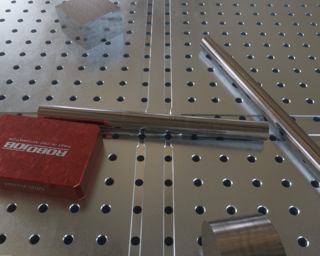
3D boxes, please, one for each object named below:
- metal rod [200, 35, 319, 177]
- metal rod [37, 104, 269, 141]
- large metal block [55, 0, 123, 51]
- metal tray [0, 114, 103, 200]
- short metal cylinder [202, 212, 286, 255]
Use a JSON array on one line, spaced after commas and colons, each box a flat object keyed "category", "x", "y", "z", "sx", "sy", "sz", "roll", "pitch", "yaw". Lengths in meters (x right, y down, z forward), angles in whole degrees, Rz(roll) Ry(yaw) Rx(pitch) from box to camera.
[{"category": "metal rod", "x": 0.143, "y": -0.044, "z": 0.445, "sx": 0.025, "sy": 0.025, "sz": 0.300, "roll": -19, "pitch": 53, "yaw": -16}, {"category": "metal rod", "x": -0.011, "y": -0.008, "z": 0.413, "sx": 0.302, "sy": 0.025, "sz": 0.025, "roll": 5, "pitch": 50, "yaw": 3}, {"category": "large metal block", "x": -0.124, "y": -0.193, "z": 0.552, "sx": 0.080, "sy": 0.050, "sz": 0.080, "roll": -35, "pitch": 59, "yaw": -26}, {"category": "metal tray", "x": -0.145, "y": 0.032, "z": 0.376, "sx": 0.131, "sy": 0.030, "sz": 0.090, "roll": 7, "pitch": 50, "yaw": 5}, {"category": "short metal cylinder", "x": 0.071, "y": 0.119, "z": 0.273, "sx": 0.050, "sy": 0.080, "sz": 0.080, "roll": -7, "pitch": 51, "yaw": -6}]
